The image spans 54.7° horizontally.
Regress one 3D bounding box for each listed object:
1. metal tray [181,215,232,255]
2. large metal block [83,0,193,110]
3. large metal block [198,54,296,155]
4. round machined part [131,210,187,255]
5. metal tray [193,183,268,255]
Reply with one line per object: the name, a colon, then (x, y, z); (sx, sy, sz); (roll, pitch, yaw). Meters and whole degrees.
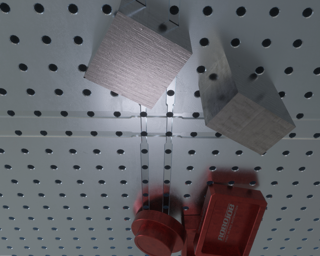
metal tray: (0.086, 0.216, 0.592); (0.091, 0.030, 0.129); (-2, 130, 1)
large metal block: (-0.023, -0.078, 0.328); (0.080, 0.050, 0.080); (25, 126, -20)
large metal block: (0.095, -0.027, 0.353); (0.080, 0.080, 0.050); (26, 125, -21)
round machined part: (-0.006, 0.192, 0.543); (0.098, 0.042, 0.097); (13, 133, 15)
metal tray: (0.114, 0.160, 0.516); (0.091, 0.030, 0.129); (9, 111, -4)
